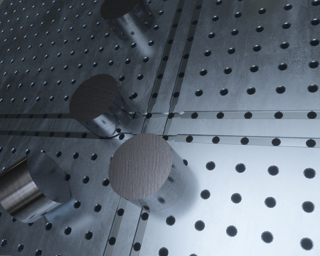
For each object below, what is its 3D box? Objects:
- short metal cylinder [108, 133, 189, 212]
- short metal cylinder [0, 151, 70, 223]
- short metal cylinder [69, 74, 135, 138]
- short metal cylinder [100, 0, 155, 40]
[{"bbox_3d":[-0.013,0.053,0.365,0.080,0.050,0.080,-13,56,21],"label":"short metal cylinder"},{"bbox_3d":[-0.166,0.077,0.411,0.050,0.080,0.080,-33,52,6],"label":"short metal cylinder"},{"bbox_3d":[-0.084,-0.032,0.454,0.080,0.050,0.080,-13,56,20],"label":"short metal cylinder"},{"bbox_3d":[-0.057,-0.202,0.544,0.080,0.050,0.080,-13,56,20],"label":"short metal cylinder"}]
